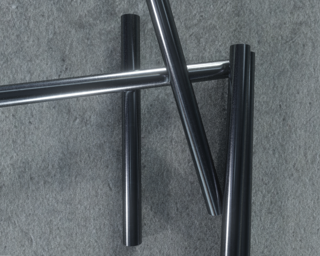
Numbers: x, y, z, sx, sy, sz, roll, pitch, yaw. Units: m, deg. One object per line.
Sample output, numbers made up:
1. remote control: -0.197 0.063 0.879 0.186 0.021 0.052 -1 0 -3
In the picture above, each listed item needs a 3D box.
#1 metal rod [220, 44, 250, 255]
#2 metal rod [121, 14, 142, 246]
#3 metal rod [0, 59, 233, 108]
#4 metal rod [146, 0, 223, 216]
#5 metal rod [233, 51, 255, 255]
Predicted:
1. metal rod: 0.094 0.047 0.390 0.025 0.025 0.298 2 91 -1
2. metal rod: -0.038 0.003 0.409 0.025 0.025 0.298 0 90 -1
3. metal rod: -0.054 -0.056 0.379 0.302 0.025 0.025 -9 90 -13
4. metal rod: 0.033 -0.029 0.378 0.025 0.025 0.298 -17 103 0
5. metal rod: 0.110 0.050 0.411 0.025 0.025 0.298 1 90 -1
